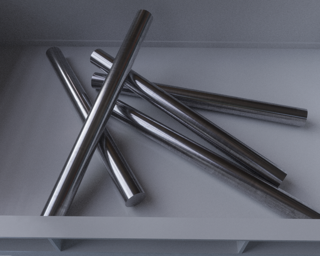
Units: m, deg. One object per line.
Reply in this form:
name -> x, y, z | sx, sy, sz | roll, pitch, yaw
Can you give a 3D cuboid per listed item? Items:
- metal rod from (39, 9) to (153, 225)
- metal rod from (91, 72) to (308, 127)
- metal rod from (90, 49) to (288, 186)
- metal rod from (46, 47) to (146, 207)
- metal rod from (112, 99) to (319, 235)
metal rod -> -0.068, -0.032, 0.384 | 0.025, 0.025, 0.300 | 15, 66, 12
metal rod -> 0.048, -0.042, 0.440 | 0.301, 0.025, 0.025 | 11, 51, 9
metal rod -> 0.024, -0.022, 0.403 | 0.300, 0.025, 0.025 | 35, 58, 19
metal rod -> -0.100, -0.022, 0.422 | 0.025, 0.025, 0.300 | -23, 54, -18
metal rod -> 0.046, 0.032, 0.377 | 0.300, 0.025, 0.025 | 29, 56, 22
